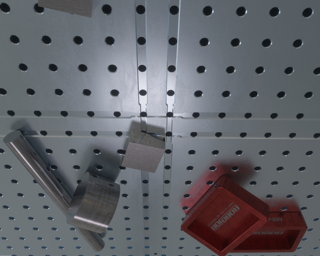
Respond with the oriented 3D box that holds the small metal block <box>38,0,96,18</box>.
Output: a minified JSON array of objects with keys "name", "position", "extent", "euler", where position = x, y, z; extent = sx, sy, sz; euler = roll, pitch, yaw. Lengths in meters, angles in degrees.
[{"name":"small metal block","position":[-0.086,-0.138,0.293],"extent":[0.050,0.025,0.050],"euler":[10,130,-9]}]

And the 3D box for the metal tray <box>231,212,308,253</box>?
[{"name":"metal tray","position":[0.193,0.196,0.576],"extent":[0.131,0.030,0.089],"euler":[0,130,0]}]

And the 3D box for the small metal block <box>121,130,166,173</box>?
[{"name":"small metal block","position":[-0.024,0.034,0.440],"extent":[0.050,0.025,0.050],"euler":[13,129,-11]}]

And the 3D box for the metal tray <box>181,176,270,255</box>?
[{"name":"metal tray","position":[0.104,0.150,0.513],"extent":[0.090,0.030,0.129],"euler":[34,126,3]}]

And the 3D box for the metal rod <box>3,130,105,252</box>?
[{"name":"metal rod","position":[-0.160,0.121,0.512],"extent":[0.025,0.025,0.299],"euler":[-12,129,10]}]

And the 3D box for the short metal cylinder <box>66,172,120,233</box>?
[{"name":"short metal cylinder","position":[-0.101,0.113,0.470],"extent":[0.050,0.080,0.080],"euler":[25,126,-20]}]
